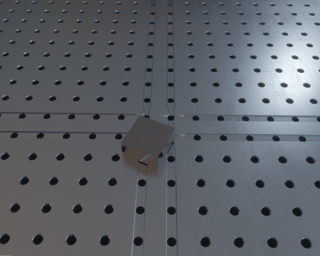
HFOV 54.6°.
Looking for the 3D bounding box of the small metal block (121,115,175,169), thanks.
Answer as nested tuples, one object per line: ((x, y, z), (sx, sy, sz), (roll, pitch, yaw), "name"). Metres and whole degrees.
((-0.014, 0.017, 0.394), (0.050, 0.025, 0.050), (20, 53, 16), "small metal block")
